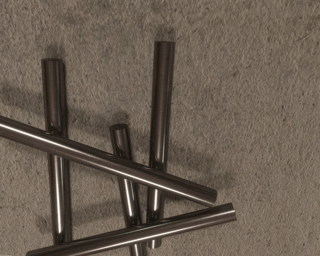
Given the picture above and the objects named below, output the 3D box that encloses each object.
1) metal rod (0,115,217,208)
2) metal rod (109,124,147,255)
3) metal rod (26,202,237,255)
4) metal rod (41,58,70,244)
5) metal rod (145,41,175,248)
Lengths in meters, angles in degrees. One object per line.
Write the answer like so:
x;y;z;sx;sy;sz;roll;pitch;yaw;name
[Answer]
-0.069;0.044;0.397;0.302;0.025;0.025;20;109;-8;metal rod
-0.040;0.137;0.459;0.025;0.025;0.298;-5;110;1;metal rod
-0.043;0.153;0.437;0.301;0.025;0.025;-15;110;5;metal rod
-0.141;0.056;0.428;0.025;0.025;0.298;3;110;-2;metal rod
-0.002;0.036;0.423;0.025;0.025;0.298;3;110;-2;metal rod
